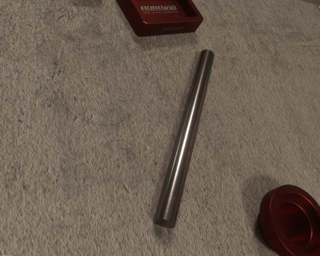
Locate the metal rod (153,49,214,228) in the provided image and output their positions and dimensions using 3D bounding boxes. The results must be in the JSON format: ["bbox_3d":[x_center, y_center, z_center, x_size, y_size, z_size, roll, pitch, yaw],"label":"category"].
[{"bbox_3d":[0.042,-0.008,0.433,0.025,0.025,0.300,27,52,-12],"label":"metal rod"}]

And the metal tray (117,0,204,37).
[{"bbox_3d":[0.001,-0.204,0.526,0.131,0.030,0.090,-17,71,-35],"label":"metal tray"}]

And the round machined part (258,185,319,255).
[{"bbox_3d":[0.170,0.128,0.409,0.099,0.042,0.098,14,56,-21],"label":"round machined part"}]
